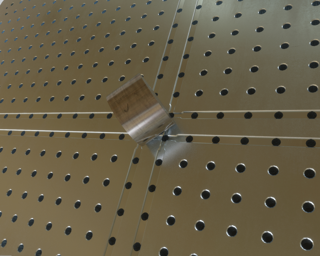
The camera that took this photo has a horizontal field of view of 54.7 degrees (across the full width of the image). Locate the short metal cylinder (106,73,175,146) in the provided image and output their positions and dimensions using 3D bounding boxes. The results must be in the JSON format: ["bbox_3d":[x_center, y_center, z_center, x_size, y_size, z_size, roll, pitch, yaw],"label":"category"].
[{"bbox_3d":[-0.024,-0.023,0.397,0.050,0.080,0.080,-35,52,5],"label":"short metal cylinder"}]
